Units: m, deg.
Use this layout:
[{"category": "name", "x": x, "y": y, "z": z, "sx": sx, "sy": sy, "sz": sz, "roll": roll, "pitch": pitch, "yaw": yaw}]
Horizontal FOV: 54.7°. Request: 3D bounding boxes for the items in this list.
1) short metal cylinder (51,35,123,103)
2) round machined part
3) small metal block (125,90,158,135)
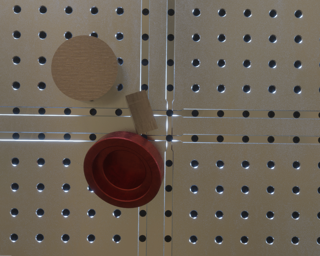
[{"category": "short metal cylinder", "x": -0.091, "y": -0.073, "z": 0.400, "sx": 0.081, "sy": 0.050, "sz": 0.079, "roll": 0, "pitch": 90, "yaw": 0}, {"category": "round machined part", "x": -0.042, "y": 0.049, "z": 0.393, "sx": 0.098, "sy": 0.042, "sz": 0.097, "roll": 4, "pitch": 112, "yaw": 11}, {"category": "small metal block", "x": -0.025, "y": -0.019, "z": 0.399, "sx": 0.025, "sy": 0.050, "sz": 0.050, "roll": -19, "pitch": 90, "yaw": -6}]
